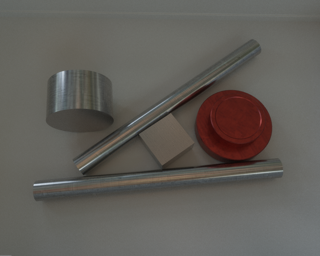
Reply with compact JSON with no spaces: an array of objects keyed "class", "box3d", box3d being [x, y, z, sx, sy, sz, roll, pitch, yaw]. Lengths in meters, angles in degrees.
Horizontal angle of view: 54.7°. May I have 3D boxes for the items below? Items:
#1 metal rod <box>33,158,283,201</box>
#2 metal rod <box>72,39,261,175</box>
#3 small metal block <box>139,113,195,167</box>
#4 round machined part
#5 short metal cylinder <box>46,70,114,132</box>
[{"class":"metal rod","box3d":[0.000,0.064,0.385,0.302,0.025,0.025,-5,70,-3]},{"class":"metal rod","box3d":[0.018,-0.035,0.421,0.301,0.025,0.025,-35,74,-12]},{"class":"small metal block","box3d":[0.008,0.017,0.401,0.050,0.025,0.050,-34,74,-12]},{"class":"round machined part","box3d":[0.097,-0.006,0.401,0.099,0.042,0.098,0,70,-1]},{"class":"short metal cylinder","box3d":[-0.100,-0.031,0.390,0.081,0.080,0.050,-5,70,-2]}]
